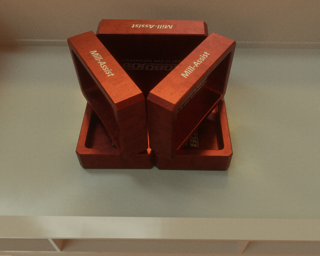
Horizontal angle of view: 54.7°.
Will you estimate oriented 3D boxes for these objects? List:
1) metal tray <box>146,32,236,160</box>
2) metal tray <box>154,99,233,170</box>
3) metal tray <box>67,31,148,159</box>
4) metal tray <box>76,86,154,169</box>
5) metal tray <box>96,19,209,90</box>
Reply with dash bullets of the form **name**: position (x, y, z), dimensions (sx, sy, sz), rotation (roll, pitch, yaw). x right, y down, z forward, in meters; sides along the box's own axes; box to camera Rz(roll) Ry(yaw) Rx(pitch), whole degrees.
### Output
- **metal tray**: position (0.037, -0.037, 0.352), dimensions (0.030, 0.090, 0.131), rotation (29, 56, 22)
- **metal tray**: position (0.040, -0.007, 0.407), dimensions (0.091, 0.030, 0.130), rotation (1, 49, 1)
- **metal tray**: position (-0.060, -0.039, 0.353), dimensions (0.030, 0.090, 0.130), rotation (-25, 55, -19)
- **metal tray**: position (-0.052, -0.009, 0.408), dimensions (0.091, 0.030, 0.130), rotation (0, 49, 0)
- **metal tray**: position (-0.009, -0.090, 0.396), dimensions (0.131, 0.090, 0.030), rotation (1, 51, 1)
